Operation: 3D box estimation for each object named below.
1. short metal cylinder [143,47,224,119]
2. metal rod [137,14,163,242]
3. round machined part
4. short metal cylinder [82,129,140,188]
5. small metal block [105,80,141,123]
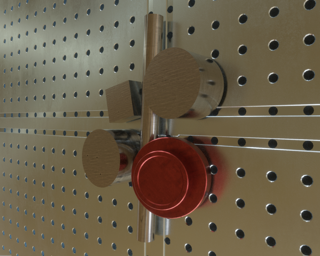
[{"bbox_3d":[0.027,-0.050,0.365,0.080,0.050,0.079,0,90,40],"label":"short metal cylinder"},{"bbox_3d":[-0.014,0.001,0.415,0.025,0.025,0.298,4,92,40],"label":"metal rod"},{"bbox_3d":[0.008,0.060,0.371,0.098,0.042,0.097,0,89,24],"label":"round machined part"},{"bbox_3d":[-0.066,0.041,0.442,0.080,0.050,0.079,0,90,40],"label":"short metal cylinder"},{"bbox_3d":[-0.050,-0.037,0.445,0.050,0.025,0.050,-14,81,39],"label":"small metal block"}]
